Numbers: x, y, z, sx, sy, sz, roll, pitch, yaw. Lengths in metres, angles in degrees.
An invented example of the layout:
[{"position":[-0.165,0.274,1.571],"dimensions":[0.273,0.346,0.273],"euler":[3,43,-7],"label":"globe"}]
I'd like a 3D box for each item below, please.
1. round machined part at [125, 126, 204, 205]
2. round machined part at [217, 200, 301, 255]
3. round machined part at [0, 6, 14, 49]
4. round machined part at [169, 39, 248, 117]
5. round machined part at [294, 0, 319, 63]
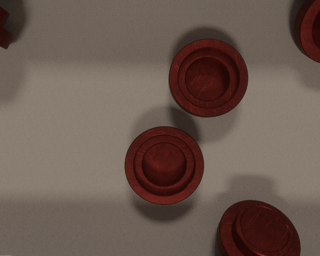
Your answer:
[{"position":[0.006,0.046,0.403],"dimensions":[0.099,0.042,0.097],"euler":[0,90,-1],"label":"round machined part"},{"position":[0.122,0.131,0.378],"dimensions":[0.099,0.042,0.098],"euler":[2,47,-2],"label":"round machined part"},{"position":[-0.224,-0.138,0.372],"dimensions":[0.098,0.098,0.042],"euler":[27,90,-1],"label":"round machined part"},{"position":[0.060,-0.062,0.404],"dimensions":[0.099,0.042,0.097],"euler":[0,90,-1],"label":"round machined part"},{"position":[0.225,-0.127,0.386],"dimensions":[0.099,0.042,0.097],"euler":[0,117,0],"label":"round machined part"}]
